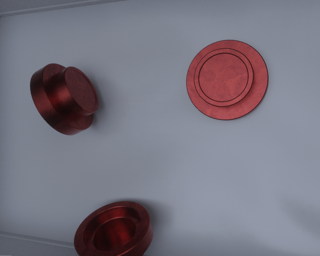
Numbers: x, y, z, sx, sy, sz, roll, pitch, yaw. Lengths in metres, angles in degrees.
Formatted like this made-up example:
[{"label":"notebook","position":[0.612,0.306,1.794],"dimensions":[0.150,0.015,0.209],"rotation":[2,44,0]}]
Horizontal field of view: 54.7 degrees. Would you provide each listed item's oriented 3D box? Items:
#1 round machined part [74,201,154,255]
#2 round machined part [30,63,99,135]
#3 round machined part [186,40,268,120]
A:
[{"label":"round machined part","position":[-0.056,0.143,0.399],"dimensions":[0.098,0.098,0.042],"rotation":[-5,118,20]},{"label":"round machined part","position":[-0.119,-0.043,0.414],"dimensions":[0.042,0.098,0.098],"rotation":[-25,82,18]},{"label":"round machined part","position":[0.079,-0.058,0.374],"dimensions":[0.098,0.042,0.097],"rotation":[0,90,20]}]
